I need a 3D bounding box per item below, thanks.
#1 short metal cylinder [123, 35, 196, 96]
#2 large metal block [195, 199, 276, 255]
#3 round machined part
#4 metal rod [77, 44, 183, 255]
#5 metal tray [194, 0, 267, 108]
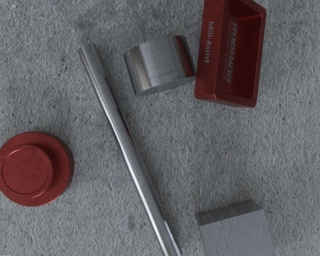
[{"bbox_3d":[0.001,-0.075,0.382,0.080,0.080,0.050,-16,90,0],"label":"short metal cylinder"},{"bbox_3d":[0.097,0.146,0.399,0.080,0.050,0.080,-15,90,-1],"label":"large metal block"},{"bbox_3d":[-0.165,0.053,0.399,0.099,0.042,0.097,0,90,-1],"label":"round machined part"},{"bbox_3d":[-0.039,0.032,0.409,0.025,0.025,0.299,-23,90,0],"label":"metal rod"},{"bbox_3d":[0.089,-0.094,0.382,0.091,0.030,0.129,6,90,-43],"label":"metal tray"}]
